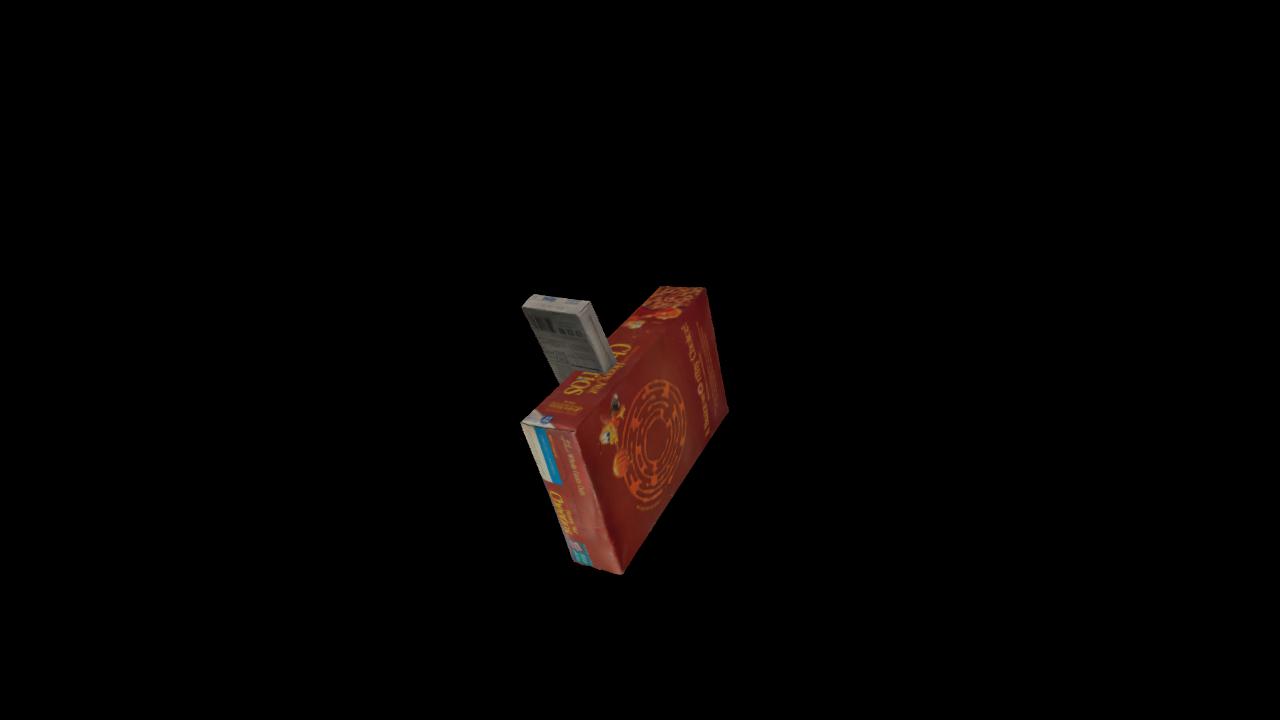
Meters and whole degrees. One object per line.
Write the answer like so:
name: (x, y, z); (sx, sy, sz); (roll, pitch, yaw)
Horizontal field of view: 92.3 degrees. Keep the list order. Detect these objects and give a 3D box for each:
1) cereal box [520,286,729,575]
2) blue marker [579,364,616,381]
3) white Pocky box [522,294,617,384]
cereal box: (0.002, 0.068, 0.734); (0.081, 0.203, 0.306); (6, 36, 32)
blue marker: (-0.062, 0.027, 0.696); (0.020, 0.020, 0.121); (0, 1, -5)
white Pocky box: (-0.065, -0.001, 0.668); (0.084, 0.154, 0.028); (10, 48, 34)
